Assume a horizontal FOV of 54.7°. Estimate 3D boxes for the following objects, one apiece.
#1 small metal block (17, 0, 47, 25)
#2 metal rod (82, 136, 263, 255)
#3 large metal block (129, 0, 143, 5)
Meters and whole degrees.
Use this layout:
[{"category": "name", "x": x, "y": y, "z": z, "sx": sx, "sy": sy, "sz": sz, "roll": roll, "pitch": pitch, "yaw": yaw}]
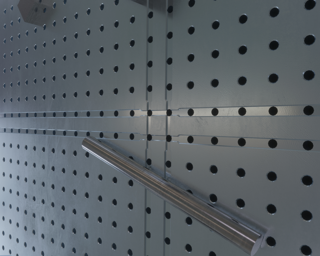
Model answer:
[{"category": "small metal block", "x": -0.257, "y": -0.246, "z": 0.622, "sx": 0.050, "sy": 0.025, "sz": 0.050, "roll": -44, "pitch": 64, "yaw": 31}, {"category": "metal rod", "x": -0.007, "y": 0.074, "z": 0.415, "sx": 0.300, "sy": 0.025, "sz": 0.025, "roll": 24, "pitch": 105, "yaw": 37}, {"category": "large metal block", "x": -0.056, "y": -0.225, "z": 0.420, "sx": 0.050, "sy": 0.081, "sz": 0.079, "roll": 34, "pitch": 111, "yaw": 35}]
